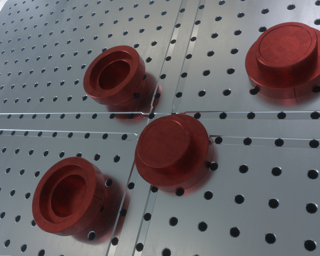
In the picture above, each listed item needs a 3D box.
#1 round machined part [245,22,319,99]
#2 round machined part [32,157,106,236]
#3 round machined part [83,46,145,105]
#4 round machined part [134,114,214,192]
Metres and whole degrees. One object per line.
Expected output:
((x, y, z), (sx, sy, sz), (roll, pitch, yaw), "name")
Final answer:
((0.152, -0.087, 0.372), (0.098, 0.042, 0.098), (-13, 56, 21), "round machined part")
((-0.112, 0.090, 0.402), (0.098, 0.042, 0.098), (-13, 56, 21), "round machined part")
((-0.066, -0.076, 0.480), (0.098, 0.042, 0.098), (-13, 56, 21), "round machined part")
((0.012, 0.024, 0.377), (0.098, 0.042, 0.098), (-13, 56, 21), "round machined part")
